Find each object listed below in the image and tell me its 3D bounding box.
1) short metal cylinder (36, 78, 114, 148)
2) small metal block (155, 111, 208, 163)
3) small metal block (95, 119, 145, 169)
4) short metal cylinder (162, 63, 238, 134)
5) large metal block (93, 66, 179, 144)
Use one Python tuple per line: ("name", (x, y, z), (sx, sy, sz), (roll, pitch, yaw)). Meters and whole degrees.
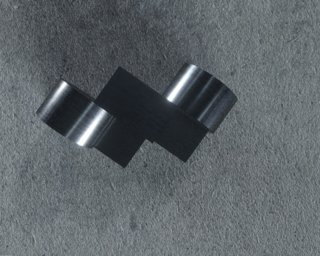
("short metal cylinder", (-0.102, -0.018, 0.383), (0.080, 0.080, 0.050), (35, 90, 0))
("small metal block", (0.027, 0.011, 0.412), (0.050, 0.025, 0.050), (35, 90, 0))
("small metal block", (-0.052, 0.017, 0.411), (0.050, 0.025, 0.050), (35, 90, 0))
("short metal cylinder", (0.048, -0.036, 0.384), (0.080, 0.080, 0.050), (35, 90, 0))
("large metal block", (-0.027, -0.026, 0.384), (0.080, 0.080, 0.050), (35, 90, -1))
